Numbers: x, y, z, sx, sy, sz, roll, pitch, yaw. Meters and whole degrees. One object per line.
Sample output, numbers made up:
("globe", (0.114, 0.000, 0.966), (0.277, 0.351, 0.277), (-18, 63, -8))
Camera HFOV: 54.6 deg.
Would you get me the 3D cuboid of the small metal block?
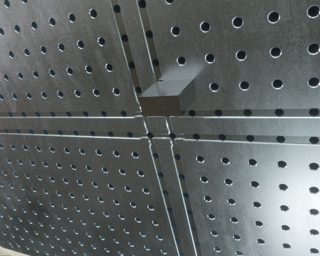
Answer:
("small metal block", (0.010, -0.036, 0.368), (0.050, 0.050, 0.025), (1, 119, 28))
